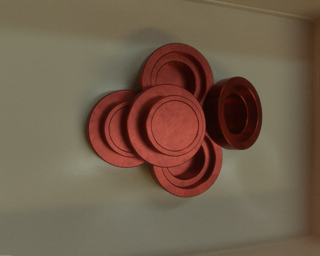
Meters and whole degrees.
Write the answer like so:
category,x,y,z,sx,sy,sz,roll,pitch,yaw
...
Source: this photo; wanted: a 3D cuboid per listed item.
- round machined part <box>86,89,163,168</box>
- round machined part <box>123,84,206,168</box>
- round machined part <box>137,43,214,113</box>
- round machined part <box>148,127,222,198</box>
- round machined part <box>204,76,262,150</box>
category,x,y,z,sx,sy,sz,roll,pitch,yaw
round machined part,-0.039,0.001,0.384,0.099,0.042,0.097,0,90,-21
round machined part,0.010,-0.003,0.358,0.099,0.042,0.097,0,90,-21
round machined part,0.017,-0.058,0.407,0.099,0.042,0.097,0,90,-21
round machined part,0.030,0.039,0.412,0.099,0.042,0.097,0,90,-21
round machined part,0.095,-0.019,0.425,0.099,0.042,0.097,3,86,-41
